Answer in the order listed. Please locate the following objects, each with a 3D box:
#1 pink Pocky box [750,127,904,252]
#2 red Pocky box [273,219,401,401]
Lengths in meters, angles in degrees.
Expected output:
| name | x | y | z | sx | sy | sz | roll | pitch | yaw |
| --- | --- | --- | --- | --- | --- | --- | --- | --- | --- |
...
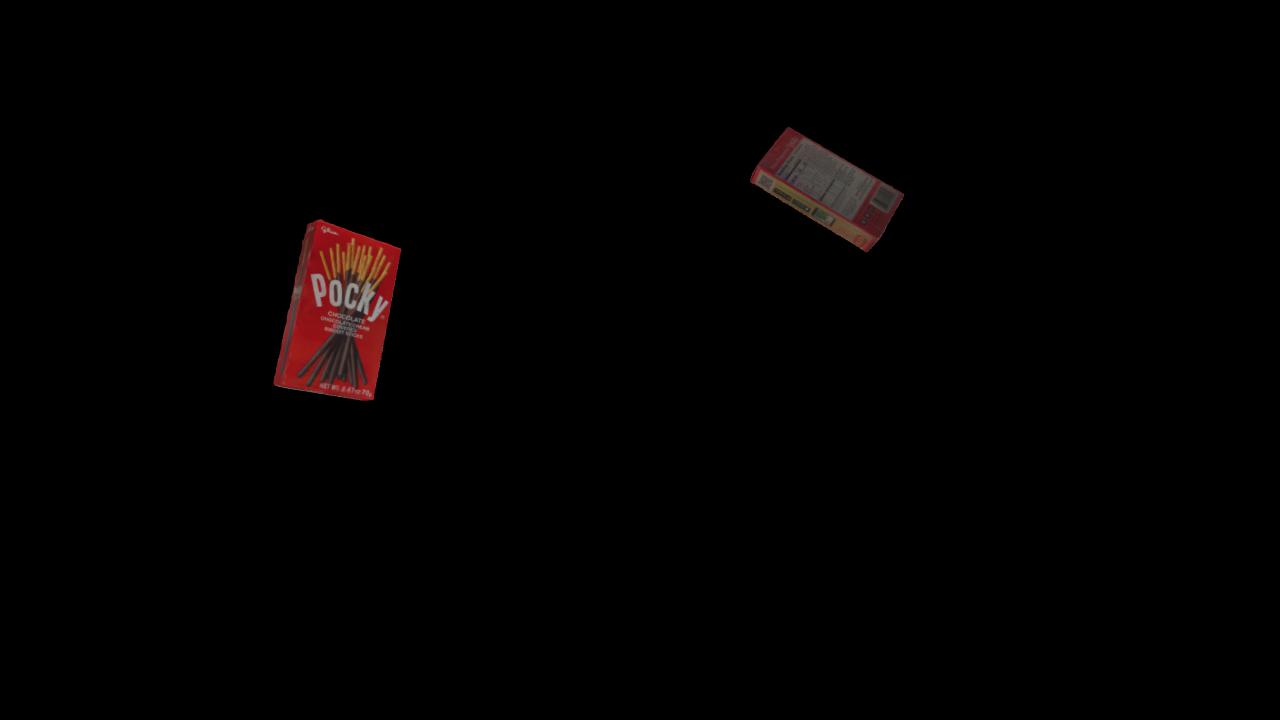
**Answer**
| name | x | y | z | sx | sy | sz | roll | pitch | yaw |
| --- | --- | --- | --- | --- | --- | --- | --- | --- | --- |
| pink Pocky box | 0.209 | -0.193 | 0.690 | 0.155 | 0.084 | 0.029 | 33 | -28 | 6 |
| red Pocky box | -0.279 | -0.044 | 0.573 | 0.028 | 0.155 | 0.083 | -3 | -13 | 43 |
